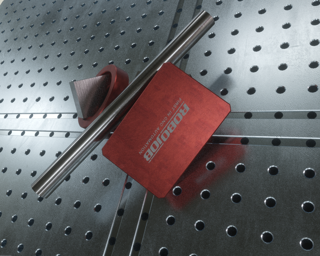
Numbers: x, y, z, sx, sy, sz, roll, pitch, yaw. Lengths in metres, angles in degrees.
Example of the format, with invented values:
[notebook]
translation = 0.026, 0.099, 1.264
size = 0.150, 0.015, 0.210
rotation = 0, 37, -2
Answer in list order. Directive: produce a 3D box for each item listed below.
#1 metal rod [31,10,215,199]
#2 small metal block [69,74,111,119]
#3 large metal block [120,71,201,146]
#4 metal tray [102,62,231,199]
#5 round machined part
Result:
[metal rod]
translation = -0.042, -0.033, 0.384
size = 0.300, 0.025, 0.025
rotation = -47, 52, -5
[small metal block]
translation = -0.092, -0.045, 0.430
size = 0.050, 0.050, 0.025
rotation = -18, 14, -27
[large metal block]
translation = 0.000, -0.025, 0.406
size = 0.080, 0.050, 0.080
rotation = 9, 66, 32
[metal tray]
translation = 0.007, 0.003, 0.355
size = 0.090, 0.030, 0.130
rotation = 37, 96, 7
[round machined part]
translation = -0.072, -0.037, 0.439
size = 0.098, 0.042, 0.098
rotation = -34, 42, 38
